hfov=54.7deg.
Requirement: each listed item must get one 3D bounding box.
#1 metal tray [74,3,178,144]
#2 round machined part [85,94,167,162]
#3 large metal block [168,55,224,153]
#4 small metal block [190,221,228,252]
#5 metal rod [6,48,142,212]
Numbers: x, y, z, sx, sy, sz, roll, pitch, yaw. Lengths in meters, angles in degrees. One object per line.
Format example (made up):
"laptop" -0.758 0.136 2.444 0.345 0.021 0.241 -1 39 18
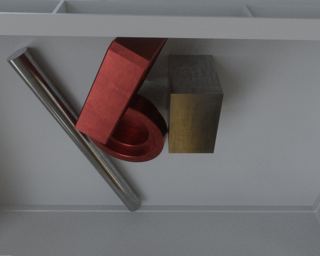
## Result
"metal tray" -0.027 -0.056 0.290 0.030 0.130 0.089 29 125 -6
"round machined part" -0.038 -0.005 0.383 0.098 0.042 0.097 10 136 10
"large metal block" 0.035 -0.028 0.350 0.050 0.080 0.079 0 130 -1
"small metal block" 0.094 0.208 0.590 0.050 0.025 0.050 -29 125 22
"metal rod" -0.099 0.024 0.428 0.025 0.025 0.299 -18 128 14
